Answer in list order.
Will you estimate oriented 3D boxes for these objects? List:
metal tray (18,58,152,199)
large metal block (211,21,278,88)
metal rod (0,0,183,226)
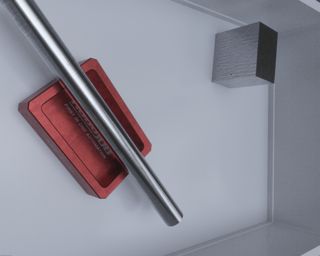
[{"bbox_3d":[-0.075,0.001,0.341,0.090,0.030,0.130,-46,118,-30],"label":"metal tray"},{"bbox_3d":[0.131,-0.109,0.483,0.050,0.080,0.080,9,84,-40],"label":"large metal block"},{"bbox_3d":[-0.056,-0.003,0.321,0.025,0.025,0.299,-47,118,-30],"label":"metal rod"}]
